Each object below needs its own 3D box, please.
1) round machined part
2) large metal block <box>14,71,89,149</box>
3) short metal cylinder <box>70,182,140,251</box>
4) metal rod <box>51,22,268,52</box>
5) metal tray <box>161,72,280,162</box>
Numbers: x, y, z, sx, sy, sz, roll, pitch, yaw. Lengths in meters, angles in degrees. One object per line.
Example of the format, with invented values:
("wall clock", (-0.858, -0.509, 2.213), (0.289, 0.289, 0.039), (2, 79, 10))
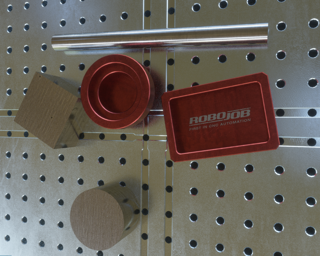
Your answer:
("round machined part", (-0.054, -0.047, 0.421), (0.098, 0.042, 0.097), (0, 90, 16))
("large metal block", (-0.151, -0.025, 0.453), (0.080, 0.050, 0.080), (31, 100, 17))
("short metal cylinder", (-0.074, 0.119, 0.425), (0.080, 0.050, 0.079), (0, 90, 20))
("metal rod", (-0.014, -0.120, 0.417), (0.301, 0.025, 0.025), (3, 91, 19))
("metal tray", (0.073, -0.011, 0.384), (0.130, 0.030, 0.089), (-10, 87, 19))
